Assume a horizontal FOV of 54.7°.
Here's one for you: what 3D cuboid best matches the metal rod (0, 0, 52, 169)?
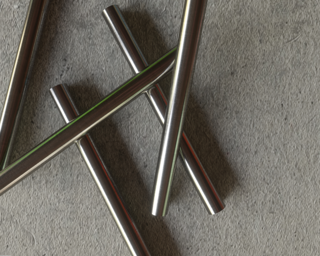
[{"bbox_3d":[-0.182,-0.069,0.408,0.025,0.025,0.298,14,90,0],"label":"metal rod"}]

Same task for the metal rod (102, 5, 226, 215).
[{"bbox_3d":[0.005,-0.024,0.409,0.025,0.025,0.299,-28,90,0],"label":"metal rod"}]

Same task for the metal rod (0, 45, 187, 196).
[{"bbox_3d":[-0.091,-0.007,0.383,0.301,0.025,0.025,-36,90,0],"label":"metal rod"}]

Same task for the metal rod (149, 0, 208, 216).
[{"bbox_3d":[0.022,-0.032,0.373,0.025,0.025,0.298,10,105,0],"label":"metal rod"}]

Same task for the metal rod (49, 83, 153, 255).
[{"bbox_3d":[-0.068,0.080,0.409,0.025,0.025,0.299,-27,90,0],"label":"metal rod"}]
